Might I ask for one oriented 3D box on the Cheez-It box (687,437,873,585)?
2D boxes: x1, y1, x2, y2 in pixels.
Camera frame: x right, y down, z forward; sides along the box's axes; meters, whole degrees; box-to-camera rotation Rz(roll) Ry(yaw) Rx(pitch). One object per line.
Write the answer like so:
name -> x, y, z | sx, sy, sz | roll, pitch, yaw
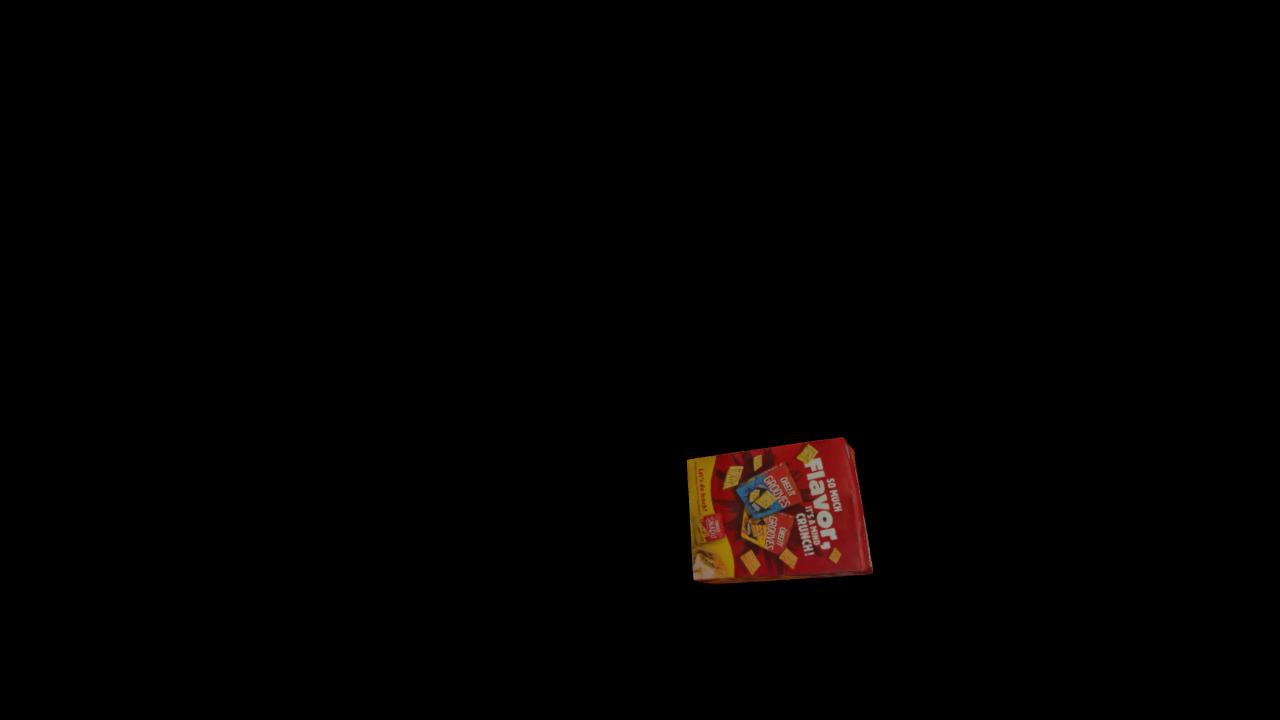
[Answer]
Cheez-It box -> 0.177, 0.202, 0.813 | 0.223, 0.166, 0.071 | -14, -27, 26
